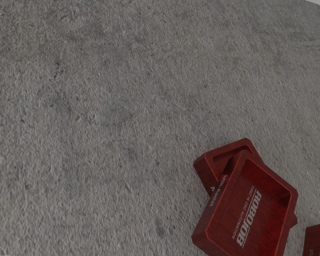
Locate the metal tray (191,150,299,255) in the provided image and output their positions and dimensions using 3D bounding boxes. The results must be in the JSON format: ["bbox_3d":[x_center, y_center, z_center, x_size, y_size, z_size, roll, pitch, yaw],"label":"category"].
[{"bbox_3d":[0.102,0.099,0.355,0.090,0.030,0.131,39,51,-2],"label":"metal tray"}]

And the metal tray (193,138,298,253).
[{"bbox_3d":[0.112,0.084,0.409,0.091,0.030,0.130,-16,70,-34],"label":"metal tray"}]

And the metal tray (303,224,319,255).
[{"bbox_3d":[0.228,0.202,0.400,0.090,0.030,0.130,35,51,-5],"label":"metal tray"}]
